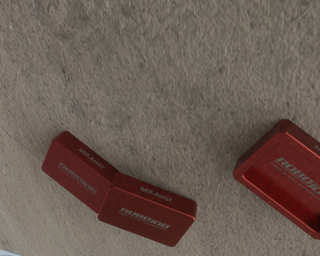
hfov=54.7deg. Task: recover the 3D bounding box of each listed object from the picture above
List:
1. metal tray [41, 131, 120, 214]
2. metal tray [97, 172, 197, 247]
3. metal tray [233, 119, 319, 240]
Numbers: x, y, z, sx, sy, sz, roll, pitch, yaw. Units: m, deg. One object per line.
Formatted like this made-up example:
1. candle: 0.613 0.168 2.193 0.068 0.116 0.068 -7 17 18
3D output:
1. metal tray: -0.129 0.076 0.516 0.130 0.030 0.089 38 129 2
2. metal tray: -0.021 0.126 0.470 0.131 0.030 0.089 22 128 -4
3. metal tray: 0.163 0.062 0.355 0.130 0.030 0.089 37 129 2
